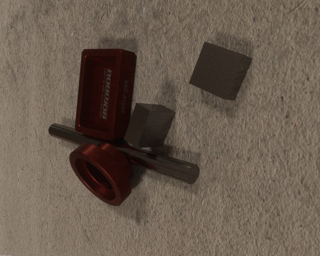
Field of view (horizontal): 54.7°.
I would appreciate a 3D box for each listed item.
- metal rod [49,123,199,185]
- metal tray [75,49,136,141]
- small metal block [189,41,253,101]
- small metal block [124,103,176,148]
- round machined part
[{"bbox_3d":[-0.075,0.030,0.463,0.300,0.025,0.025,13,98,39],"label":"metal rod"},{"bbox_3d":[-0.085,-0.052,0.468,0.090,0.030,0.129,11,97,39],"label":"metal tray"},{"bbox_3d":[0.067,-0.064,0.348,0.050,0.025,0.050,31,109,35],"label":"small metal block"},{"bbox_3d":[-0.013,-0.003,0.397,0.025,0.050,0.050,32,110,35],"label":"small metal block"},{"bbox_3d":[-0.077,0.059,0.435,0.098,0.042,0.097,27,141,25],"label":"round machined part"}]
